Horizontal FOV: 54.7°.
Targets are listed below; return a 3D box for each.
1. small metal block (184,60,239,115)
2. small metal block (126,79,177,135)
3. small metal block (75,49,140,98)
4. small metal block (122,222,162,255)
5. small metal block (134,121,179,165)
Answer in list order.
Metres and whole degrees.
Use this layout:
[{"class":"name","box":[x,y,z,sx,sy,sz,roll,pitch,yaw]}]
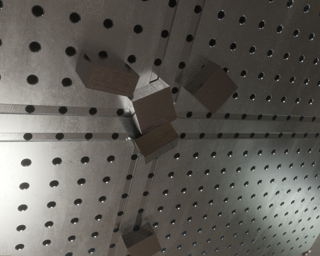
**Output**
[{"class":"small metal block","box":[0.069,-0.054,0.418,0.050,0.025,0.050,-48,129,5]},{"class":"small metal block","box":[-0.011,-0.027,0.390,0.050,0.025,0.050,-25,128,-14]},{"class":"small metal block","box":[-0.057,-0.058,0.329,0.050,0.050,0.025,9,114,-33]},{"class":"small metal block","box":[-0.029,0.193,0.516,0.050,0.025,0.050,-25,128,-13]},{"class":"small metal block","box":[-0.004,0.020,0.407,0.050,0.025,0.050,-30,166,-10]}]
